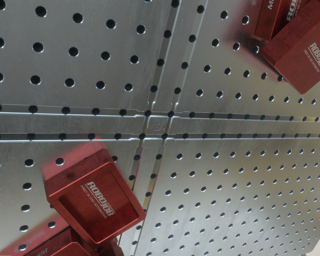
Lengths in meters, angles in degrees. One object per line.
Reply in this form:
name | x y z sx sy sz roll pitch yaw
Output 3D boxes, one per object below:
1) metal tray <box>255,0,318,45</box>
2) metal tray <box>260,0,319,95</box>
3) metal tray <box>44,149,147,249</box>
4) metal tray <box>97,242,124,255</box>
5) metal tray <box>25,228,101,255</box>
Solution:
metal tray | 0.181 -0.175 0.397 0.091 0.030 0.129 -7 122 -25
metal tray | 0.203 -0.104 0.423 0.090 0.030 0.131 -46 144 20
metal tray | -0.083 0.101 0.424 0.090 0.030 0.130 -30 129 -9
metal tray | -0.103 0.248 0.465 0.130 0.090 0.030 -41 129 -1
metal tray | -0.157 0.212 0.445 0.130 0.030 0.090 -31 122 -7
